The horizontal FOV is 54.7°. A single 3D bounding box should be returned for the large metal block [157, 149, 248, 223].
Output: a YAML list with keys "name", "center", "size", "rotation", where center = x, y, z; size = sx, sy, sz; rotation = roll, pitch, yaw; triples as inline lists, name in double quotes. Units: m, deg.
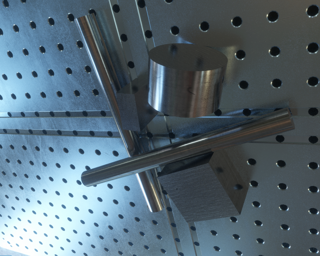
- name: "large metal block"
  center: [0.057, 0.074, 0.410]
  size: [0.080, 0.050, 0.080]
  rotation: [-22, 107, 36]

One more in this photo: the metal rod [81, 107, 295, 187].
- name: "metal rod"
  center: [0.015, 0.033, 0.400]
  size: [0.300, 0.025, 0.025]
  rotation: [-19, 108, 28]

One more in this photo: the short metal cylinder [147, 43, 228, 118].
- name: "short metal cylinder"
  center: [0.027, -0.053, 0.329]
  size: [0.080, 0.080, 0.050]
  rotation: [16, 125, 19]

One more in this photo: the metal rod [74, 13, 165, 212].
- name: "metal rod"
  center: [-0.048, -0.005, 0.433]
  size: [0.025, 0.025, 0.298]
  rotation: [-4, 117, 30]

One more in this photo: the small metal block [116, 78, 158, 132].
- name: "small metal block"
  center: [-0.027, -0.030, 0.391]
  size: [0.025, 0.050, 0.050]
  rotation: [7, 122, 25]
